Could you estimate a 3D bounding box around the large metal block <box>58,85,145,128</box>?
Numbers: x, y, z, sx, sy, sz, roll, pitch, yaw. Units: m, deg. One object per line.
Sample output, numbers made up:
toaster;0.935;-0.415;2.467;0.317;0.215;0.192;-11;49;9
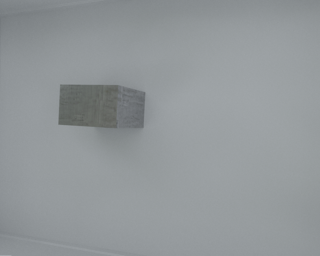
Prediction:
large metal block;-0.073;-0.027;0.408;0.080;0.080;0.050;3;91;20
